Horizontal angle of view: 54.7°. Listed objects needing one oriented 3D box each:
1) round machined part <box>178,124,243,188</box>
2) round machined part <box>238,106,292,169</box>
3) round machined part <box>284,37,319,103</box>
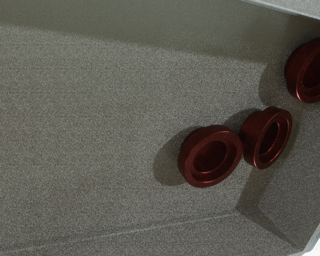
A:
[{"bbox_3d":[0.069,0.037,0.458,0.099,0.042,0.097,-13,124,-20],"label":"round machined part"},{"bbox_3d":[0.159,0.012,0.481,0.099,0.042,0.097,-22,125,-34],"label":"round machined part"},{"bbox_3d":[0.229,-0.090,0.467,0.099,0.042,0.097,-14,124,-21],"label":"round machined part"}]
